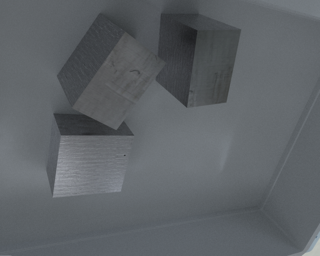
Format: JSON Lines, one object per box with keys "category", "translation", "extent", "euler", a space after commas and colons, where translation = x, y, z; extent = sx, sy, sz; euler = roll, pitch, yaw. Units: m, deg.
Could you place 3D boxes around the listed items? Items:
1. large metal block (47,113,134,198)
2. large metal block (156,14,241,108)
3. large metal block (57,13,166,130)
{"category": "large metal block", "translation": [-0.084, 0.031, 0.365], "extent": [0.081, 0.050, 0.079], "euler": [1, 118, -29]}
{"category": "large metal block", "translation": [0.037, -0.078, 0.345], "extent": [0.050, 0.080, 0.079], "euler": [-9, 123, -24]}
{"category": "large metal block", "translation": [-0.052, -0.058, 0.309], "extent": [0.050, 0.080, 0.080], "euler": [30, 102, -38]}
